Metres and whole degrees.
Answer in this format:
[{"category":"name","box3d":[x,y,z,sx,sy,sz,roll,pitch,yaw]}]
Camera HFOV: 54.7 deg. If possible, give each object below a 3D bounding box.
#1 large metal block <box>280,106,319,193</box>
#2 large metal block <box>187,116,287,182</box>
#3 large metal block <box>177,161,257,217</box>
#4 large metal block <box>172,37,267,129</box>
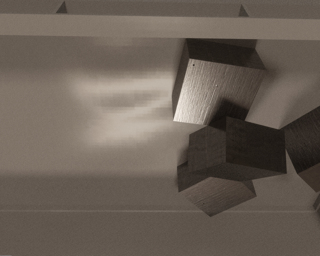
[{"category":"large metal block","box3d":[0.210,0.022,0.395,0.080,0.080,0.050,-36,122,26]},{"category":"large metal block","box3d":[0.089,0.029,0.368,0.081,0.050,0.080,12,160,-21]},{"category":"large metal block","box3d":[0.083,0.079,0.462,0.080,0.050,0.080,-33,124,24]},{"category":"large metal block","box3d":[0.062,-0.049,0.352,0.081,0.050,0.079,7,130,-7]}]
